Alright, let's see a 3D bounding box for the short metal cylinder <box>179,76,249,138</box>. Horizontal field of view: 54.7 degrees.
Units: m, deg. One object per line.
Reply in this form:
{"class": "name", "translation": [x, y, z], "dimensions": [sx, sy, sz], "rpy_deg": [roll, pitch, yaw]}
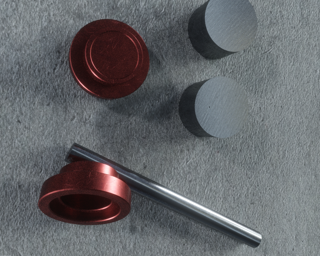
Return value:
{"class": "short metal cylinder", "translation": [0.073, -0.027, 0.424], "dimensions": [0.081, 0.050, 0.079], "rpy_deg": [0, 90, -21]}

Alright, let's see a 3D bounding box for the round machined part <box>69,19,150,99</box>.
{"class": "round machined part", "translation": [-0.059, -0.085, 0.379], "dimensions": [0.099, 0.042, 0.097], "rpy_deg": [0, 90, -21]}

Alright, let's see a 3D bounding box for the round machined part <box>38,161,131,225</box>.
{"class": "round machined part", "translation": [-0.082, 0.072, 0.351], "dimensions": [0.099, 0.097, 0.042], "rpy_deg": [14, 49, -20]}

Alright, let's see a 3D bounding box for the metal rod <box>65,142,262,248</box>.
{"class": "metal rod", "translation": [0.017, 0.098, 0.416], "dimensions": [0.301, 0.025, 0.025], "rpy_deg": [29, 80, -18]}

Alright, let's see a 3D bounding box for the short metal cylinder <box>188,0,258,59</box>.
{"class": "short metal cylinder", "translation": [0.086, -0.140, 0.429], "dimensions": [0.081, 0.050, 0.079], "rpy_deg": [0, 90, -21]}
